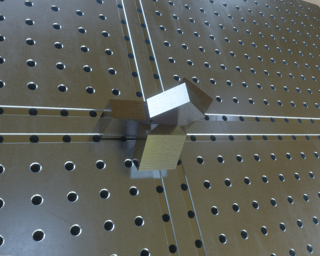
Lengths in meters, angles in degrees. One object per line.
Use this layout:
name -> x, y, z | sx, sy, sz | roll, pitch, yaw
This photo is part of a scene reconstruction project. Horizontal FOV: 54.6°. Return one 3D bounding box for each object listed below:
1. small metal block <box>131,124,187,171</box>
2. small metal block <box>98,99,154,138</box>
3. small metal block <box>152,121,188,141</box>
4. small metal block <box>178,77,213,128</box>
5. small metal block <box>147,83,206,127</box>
small metal block -> -0.002, 0.023, 0.373 | 0.050, 0.050, 0.025 | 1, 30, -27
small metal block -> -0.042, -0.010, 0.374 | 0.050, 0.050, 0.025 | 1, 62, -27
small metal block -> 0.004, -0.003, 0.411 | 0.050, 0.025, 0.050 | 2, 61, -28
small metal block -> 0.037, -0.034, 0.432 | 0.050, 0.050, 0.025 | 37, 50, -4
small metal block -> 0.020, -0.024, 0.372 | 0.050, 0.050, 0.025 | 34, 39, -56
